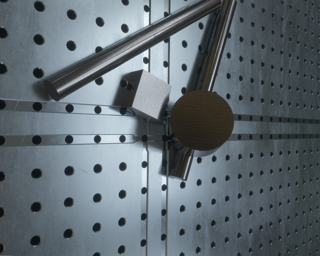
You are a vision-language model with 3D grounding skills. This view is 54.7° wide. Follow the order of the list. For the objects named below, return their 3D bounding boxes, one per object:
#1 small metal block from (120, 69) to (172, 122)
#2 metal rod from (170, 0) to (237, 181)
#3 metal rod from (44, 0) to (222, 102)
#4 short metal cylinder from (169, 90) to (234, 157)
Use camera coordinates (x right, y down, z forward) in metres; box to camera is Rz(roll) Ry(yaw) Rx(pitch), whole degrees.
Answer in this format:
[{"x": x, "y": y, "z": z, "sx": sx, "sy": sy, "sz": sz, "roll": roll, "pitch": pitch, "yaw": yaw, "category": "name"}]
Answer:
[{"x": -0.017, "y": -0.040, "z": 0.397, "sx": 0.050, "sy": 0.025, "sz": 0.050, "roll": 25, "pitch": 74, "yaw": -38, "category": "small metal block"}, {"x": 0.069, "y": -0.068, "z": 0.469, "sx": 0.025, "sy": 0.025, "sz": 0.299, "roll": 29, "pitch": 72, "yaw": -37, "category": "metal rod"}, {"x": -0.013, "y": -0.118, "z": 0.399, "sx": 0.302, "sy": 0.025, "sz": 0.025, "roll": -39, "pitch": 114, "yaw": -33, "category": "metal rod"}, {"x": 0.053, "y": -0.004, "z": 0.413, "sx": 0.081, "sy": 0.050, "sz": 0.080, "roll": 0, "pitch": 75, "yaw": 0, "category": "short metal cylinder"}]
